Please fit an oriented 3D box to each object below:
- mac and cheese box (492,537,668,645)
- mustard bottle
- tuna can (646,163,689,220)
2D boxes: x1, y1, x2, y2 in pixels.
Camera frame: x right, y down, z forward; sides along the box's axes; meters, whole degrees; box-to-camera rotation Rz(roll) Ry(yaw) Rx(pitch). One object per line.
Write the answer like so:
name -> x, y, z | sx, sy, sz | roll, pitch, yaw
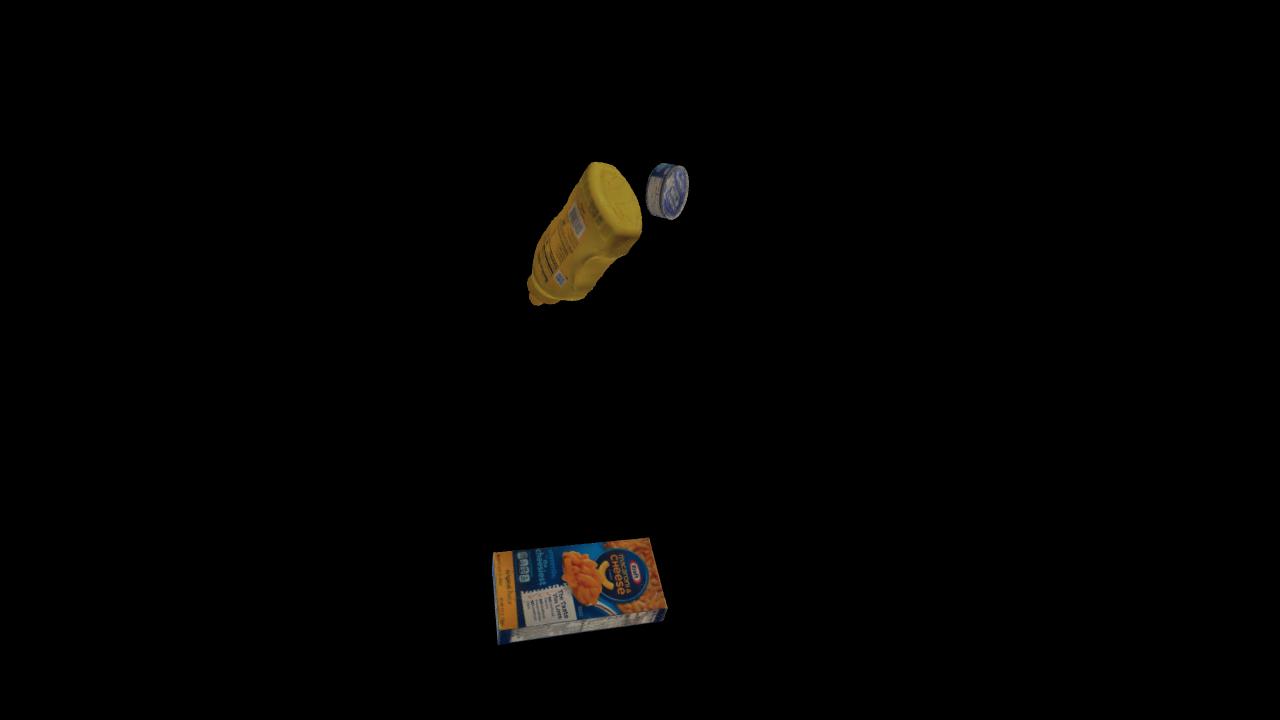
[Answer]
mac and cheese box -> -0.069, 0.255, 0.691 | 0.184, 0.041, 0.093 | -1, 42, -17
mustard bottle -> -0.071, -0.112, 0.642 | 0.054, 0.092, 0.184 | -10, -22, -41
tuna can -> 0.043, -0.266, 0.970 | 0.034, 0.084, 0.084 | 20, 9, 27
